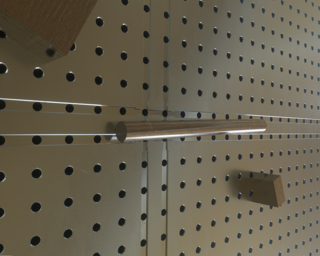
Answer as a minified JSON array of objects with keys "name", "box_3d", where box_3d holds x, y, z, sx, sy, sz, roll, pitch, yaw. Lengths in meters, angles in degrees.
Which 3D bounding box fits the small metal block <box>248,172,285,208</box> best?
[{"name":"small metal block","box_3d":[0.192,0.110,0.558,0.025,0.050,0.050,-25,106,-38]}]

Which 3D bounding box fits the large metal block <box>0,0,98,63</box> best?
[{"name":"large metal block","box_3d":[-0.116,-0.122,0.297,0.080,0.050,0.080,35,68,-35]}]

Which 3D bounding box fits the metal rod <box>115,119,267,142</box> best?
[{"name":"metal rod","box_3d":[0.069,0.000,0.469,0.302,0.025,0.025,-2,92,-40]}]
